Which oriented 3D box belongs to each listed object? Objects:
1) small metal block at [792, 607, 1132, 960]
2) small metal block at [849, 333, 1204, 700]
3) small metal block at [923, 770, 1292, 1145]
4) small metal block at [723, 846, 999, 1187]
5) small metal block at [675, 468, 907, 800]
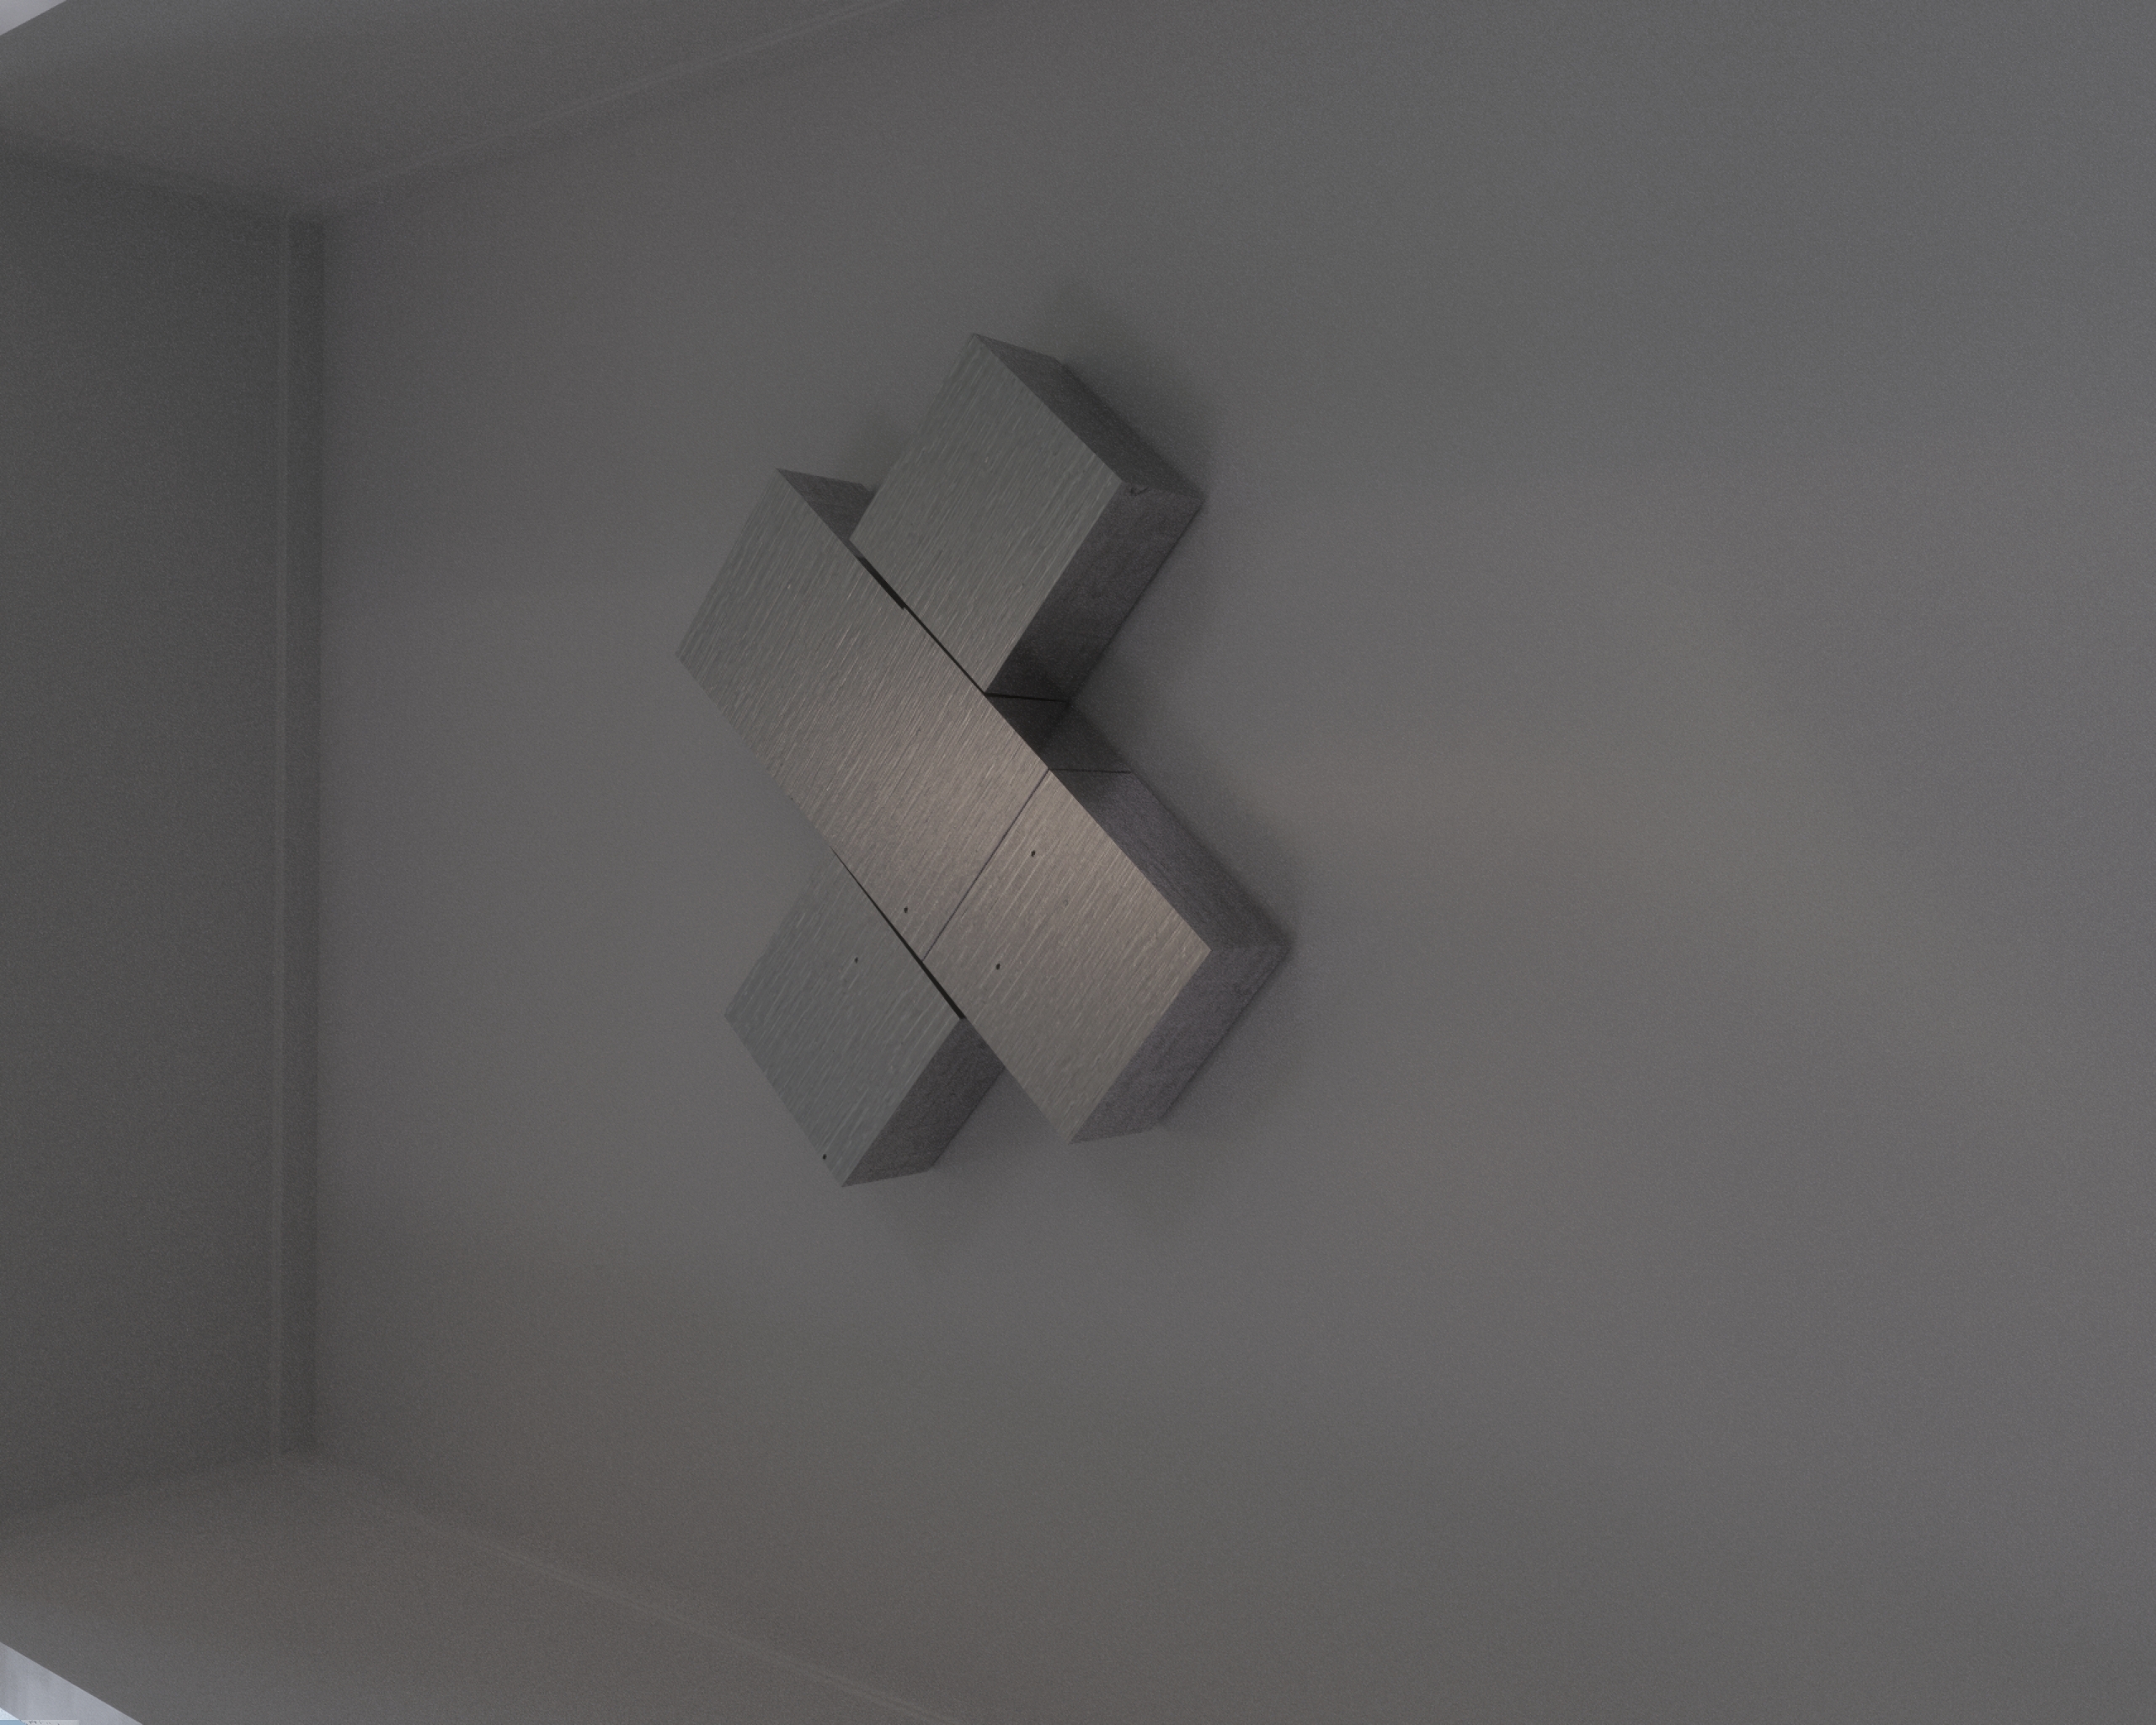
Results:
[{"bbox_3d":[-0.025,-0.016,0.424,0.050,0.025,0.050,49,119,29],"label":"small metal block"},{"bbox_3d":[-0.011,-0.068,0.413,0.050,0.025,0.050,49,118,28],"label":"small metal block"},{"bbox_3d":[0.004,0.018,0.400,0.050,0.025,0.050,49,119,29],"label":"small metal block"},{"bbox_3d":[-0.042,0.032,0.439,0.050,0.025,0.050,50,120,28],"label":"small metal block"},{"bbox_3d":[-0.054,-0.048,0.449,0.050,0.025,0.050,49,119,29],"label":"small metal block"}]
